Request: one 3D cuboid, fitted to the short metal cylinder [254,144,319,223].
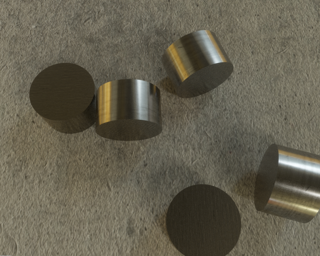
[{"bbox_3d":[0.147,0.063,0.357,0.050,0.080,0.080,15,71,5],"label":"short metal cylinder"}]

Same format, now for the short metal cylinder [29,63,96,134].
[{"bbox_3d":[-0.121,-0.038,0.408,0.081,0.050,0.080,0,70,0],"label":"short metal cylinder"}]

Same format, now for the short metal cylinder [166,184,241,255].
[{"bbox_3d":[0.047,0.108,0.355,0.081,0.050,0.080,0,70,0],"label":"short metal cylinder"}]

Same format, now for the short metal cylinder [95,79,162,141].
[{"bbox_3d":[-0.039,-0.020,0.386,0.081,0.080,0.050,-2,70,-1],"label":"short metal cylinder"}]

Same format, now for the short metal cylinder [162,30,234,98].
[{"bbox_3d":[0.049,-0.082,0.409,0.080,0.080,0.050,-21,72,-8],"label":"short metal cylinder"}]
